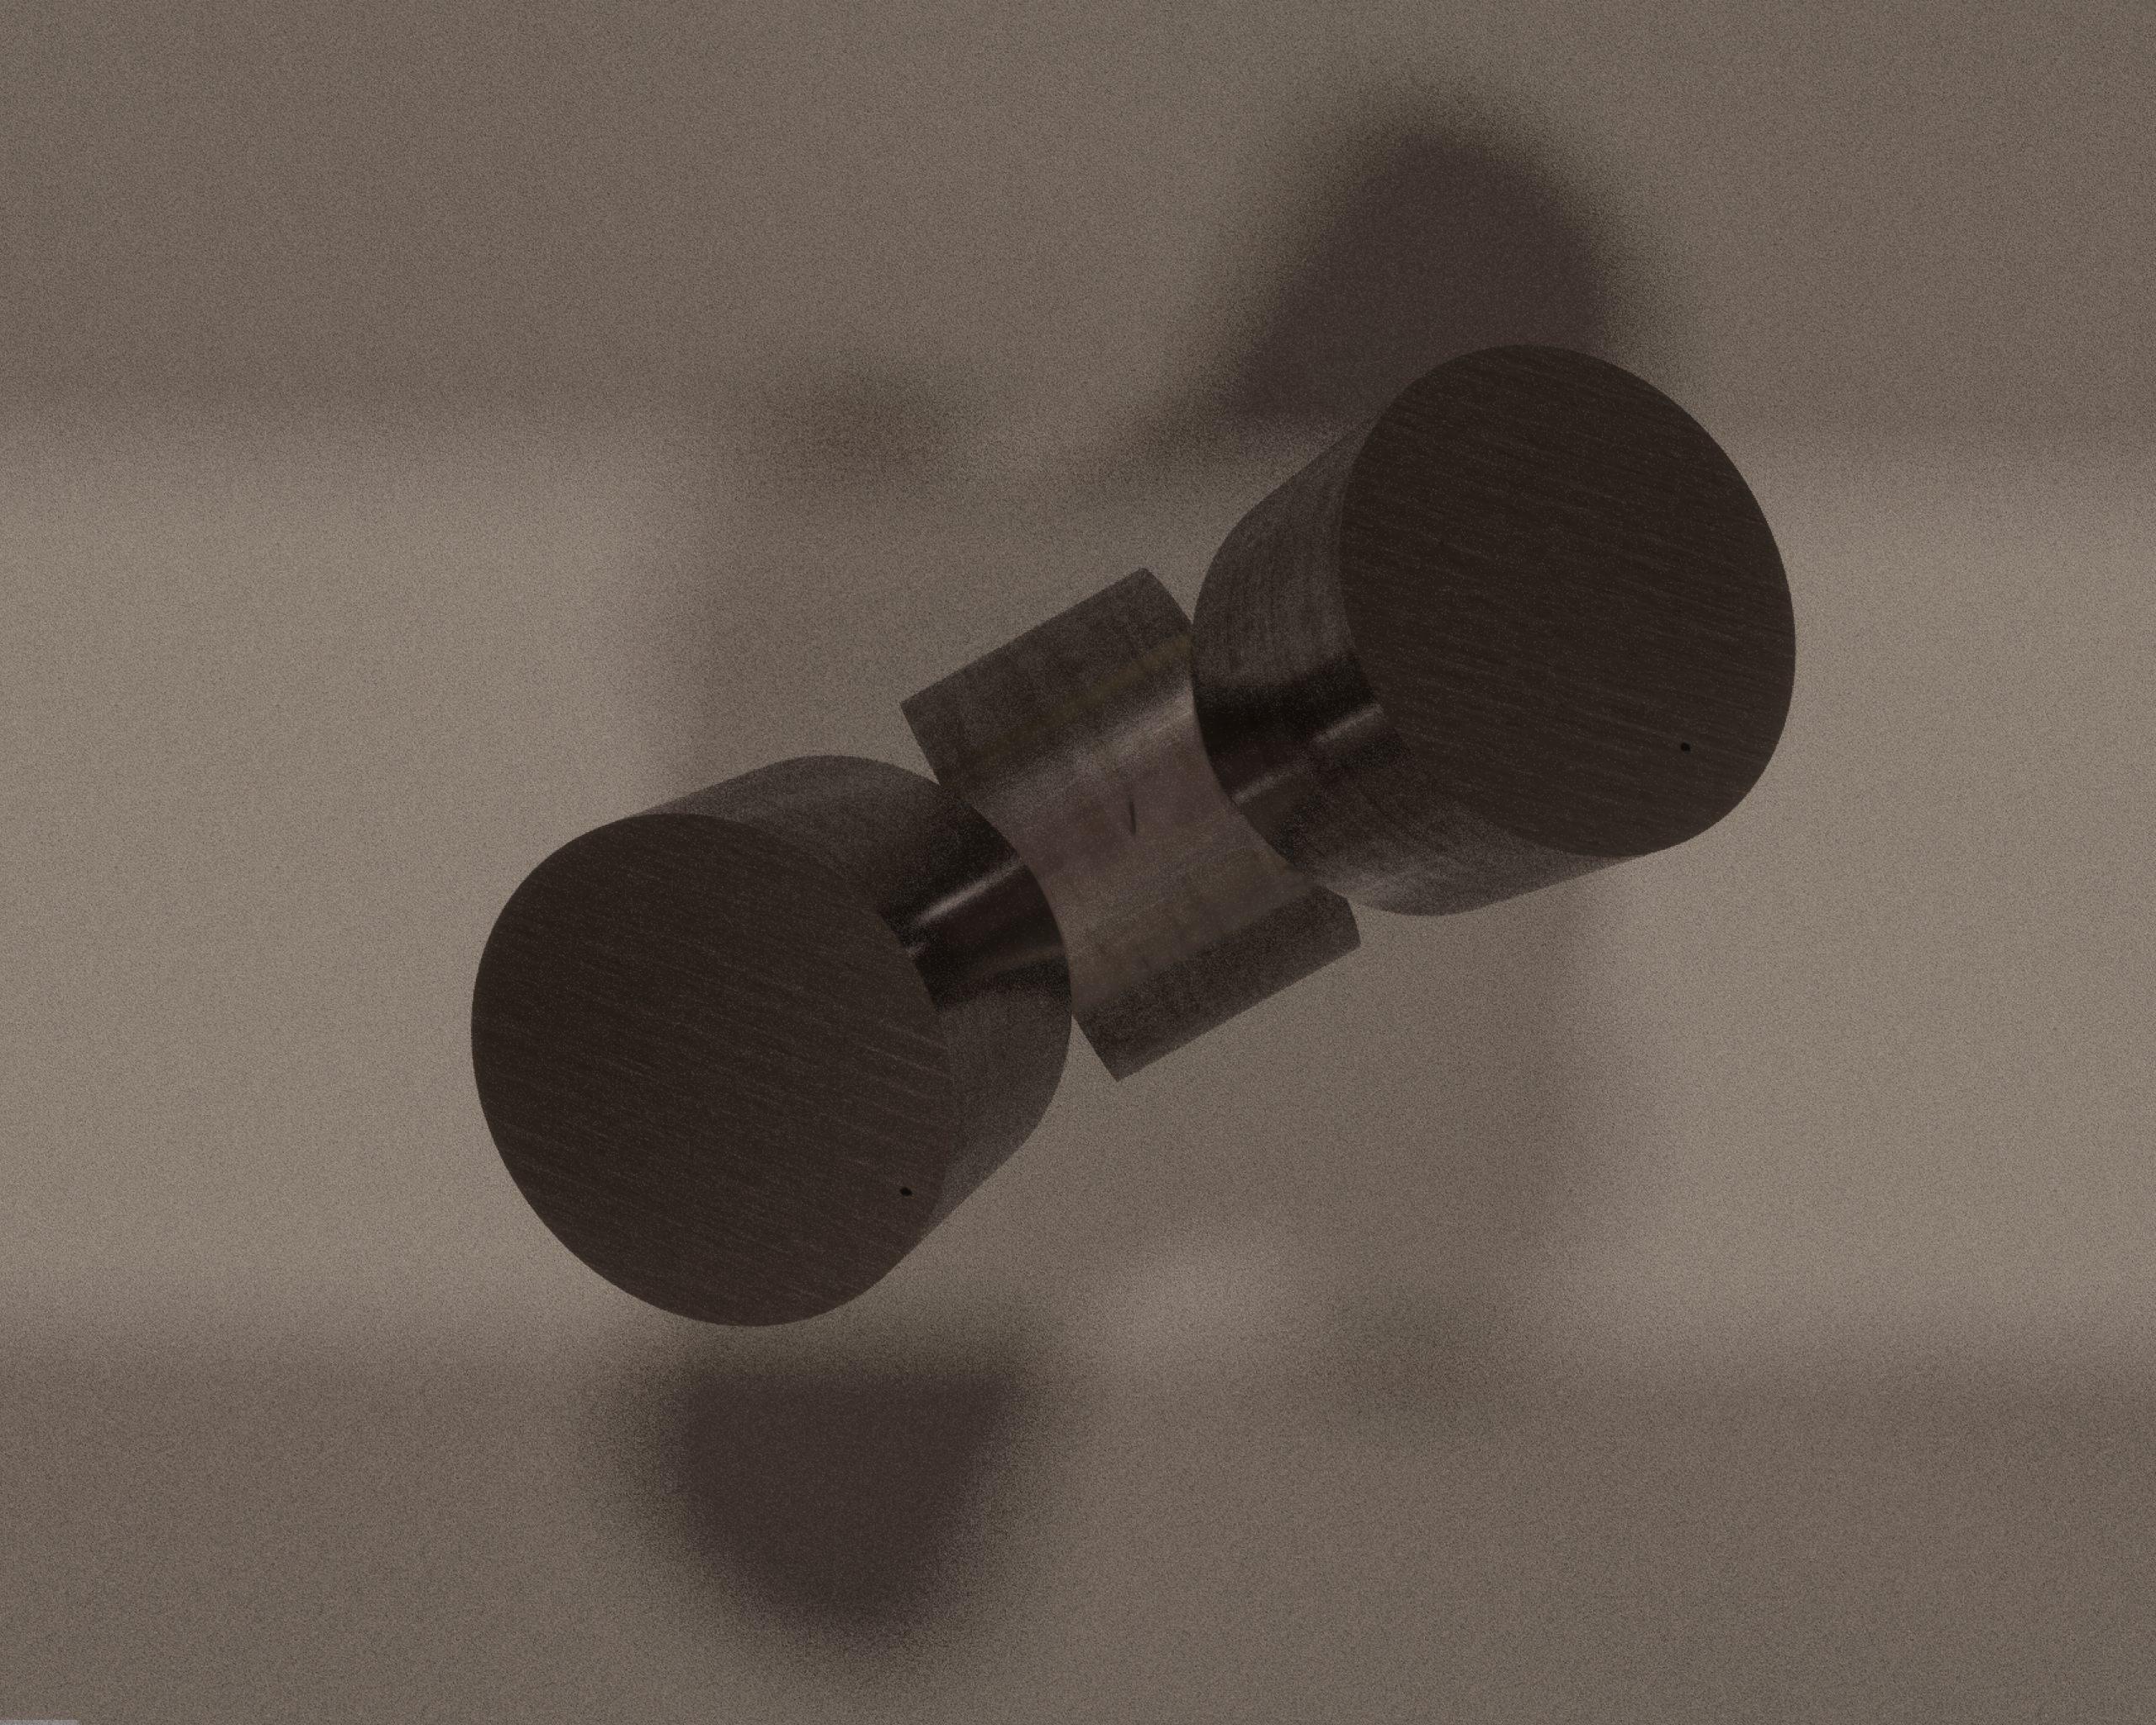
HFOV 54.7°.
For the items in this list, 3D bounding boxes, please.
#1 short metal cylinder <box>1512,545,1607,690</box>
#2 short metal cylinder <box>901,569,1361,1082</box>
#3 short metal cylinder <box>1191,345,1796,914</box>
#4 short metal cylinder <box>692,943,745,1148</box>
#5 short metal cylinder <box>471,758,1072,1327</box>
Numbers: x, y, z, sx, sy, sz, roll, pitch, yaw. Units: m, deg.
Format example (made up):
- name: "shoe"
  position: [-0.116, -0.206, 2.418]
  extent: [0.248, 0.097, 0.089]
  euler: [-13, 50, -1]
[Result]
- name: "short metal cylinder"
  position: [0.067, -0.037, 0.398]
  extent: [0.081, 0.050, 0.079]
  euler: [0, 90, -1]
- name: "short metal cylinder"
  position: [0.009, -0.007, 0.382]
  extent: [0.050, 0.080, 0.080]
  euler: [-30, 90, 0]
- name: "short metal cylinder"
  position: [0.065, -0.035, 0.333]
  extent: [0.081, 0.050, 0.080]
  euler: [5, 77, -21]
- name: "short metal cylinder"
  position: [-0.048, 0.025, 0.397]
  extent: [0.081, 0.050, 0.079]
  euler: [0, 90, -1]
- name: "short metal cylinder"
  position: [-0.047, 0.026, 0.332]
  extent: [0.080, 0.050, 0.079]
  euler: [4, 104, 18]
